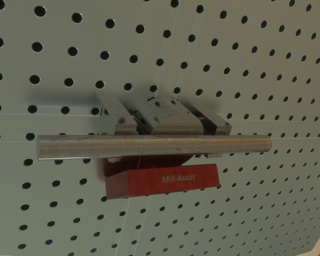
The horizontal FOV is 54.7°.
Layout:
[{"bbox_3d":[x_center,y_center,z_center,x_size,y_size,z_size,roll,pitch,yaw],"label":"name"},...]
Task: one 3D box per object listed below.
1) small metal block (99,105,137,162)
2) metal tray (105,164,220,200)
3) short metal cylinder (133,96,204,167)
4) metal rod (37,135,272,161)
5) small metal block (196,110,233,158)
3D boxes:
[{"bbox_3d":[-0.052,0.005,0.370,0.025,0.050,0.050,-1,119,-28],"label":"small metal block"},{"bbox_3d":[0.002,0.073,0.418,0.131,0.090,0.030,0,75,-29],"label":"metal tray"},{"bbox_3d":[0.009,0.005,0.403,0.081,0.050,0.079,-14,124,-21],"label":"short metal cylinder"},{"bbox_3d":[0.016,0.020,0.368,0.303,0.025,0.025,1,118,-28],"label":"metal rod"},{"bbox_3d":[0.070,0.008,0.438,0.025,0.050,0.050,-1,119,-28],"label":"small metal block"}]
